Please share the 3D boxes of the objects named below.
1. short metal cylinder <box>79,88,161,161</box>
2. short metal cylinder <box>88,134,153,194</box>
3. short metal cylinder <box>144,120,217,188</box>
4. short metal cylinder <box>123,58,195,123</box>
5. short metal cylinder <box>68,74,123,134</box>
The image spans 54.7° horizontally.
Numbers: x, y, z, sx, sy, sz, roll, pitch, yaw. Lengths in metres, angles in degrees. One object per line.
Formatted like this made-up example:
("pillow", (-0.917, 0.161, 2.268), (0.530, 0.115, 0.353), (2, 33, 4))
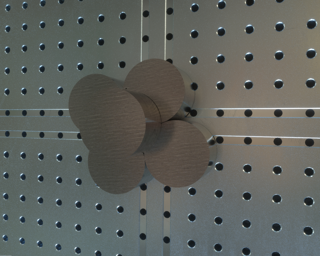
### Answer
("short metal cylinder", (-0.045, -0.005, 0.359), (0.080, 0.050, 0.079), (1, 92, 19))
("short metal cylinder", (-0.048, 0.044, 0.414), (0.080, 0.050, 0.079), (0, 90, 19))
("short metal cylinder", (0.027, 0.030, 0.388), (0.080, 0.050, 0.079), (0, 90, 19))
("short metal cylinder", (0.000, -0.044, 0.398), (0.080, 0.050, 0.079), (0, 90, 19))
("short metal cylinder", (-0.076, -0.031, 0.424), (0.080, 0.050, 0.079), (0, 90, 19))
